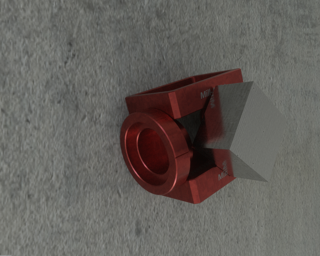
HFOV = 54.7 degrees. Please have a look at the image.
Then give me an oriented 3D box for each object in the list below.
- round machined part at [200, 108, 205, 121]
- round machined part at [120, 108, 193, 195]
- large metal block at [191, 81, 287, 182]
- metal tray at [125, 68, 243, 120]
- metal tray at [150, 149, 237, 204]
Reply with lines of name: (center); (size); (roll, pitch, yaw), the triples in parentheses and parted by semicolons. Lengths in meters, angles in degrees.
round machined part: (0.096, -0.015, 0.441); (0.042, 0.098, 0.097); (-20, 103, -39)
round machined part: (0.000, 0.024, 0.360); (0.042, 0.098, 0.097); (-20, 103, -39)
large metal block: (0.092, 0.005, 0.349); (0.080, 0.050, 0.080); (37, 67, -34)
metal tray: (0.034, -0.044, 0.395); (0.131, 0.090, 0.030); (-23, 105, -38)
metal tray: (0.057, 0.051, 0.412); (0.131, 0.090, 0.030); (-23, 105, -38)
